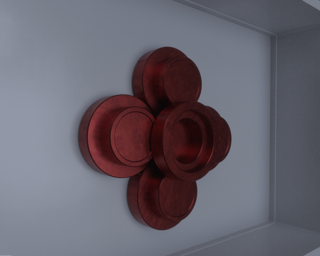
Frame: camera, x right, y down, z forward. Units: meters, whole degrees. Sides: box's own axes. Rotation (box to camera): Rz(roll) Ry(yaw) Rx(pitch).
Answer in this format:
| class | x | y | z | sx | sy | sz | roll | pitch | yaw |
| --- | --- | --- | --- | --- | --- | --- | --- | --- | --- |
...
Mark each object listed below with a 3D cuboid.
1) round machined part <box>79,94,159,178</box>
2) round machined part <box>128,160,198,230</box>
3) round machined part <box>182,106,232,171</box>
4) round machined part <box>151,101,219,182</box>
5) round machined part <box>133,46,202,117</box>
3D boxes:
| class | x | y | z | sx | sy | sz | roll | pitch | yaw |
| --- | --- | --- | --- | --- | --- | --- | --- | --- | --- |
| round machined part | -0.039 | 0.010 | 0.359 | 0.099 | 0.042 | 0.097 | 0 | 90 | -40 |
| round machined part | 0.010 | 0.083 | 0.402 | 0.099 | 0.042 | 0.097 | 2 | 87 | -41 |
| round machined part | 0.066 | 0.016 | 0.448 | 0.099 | 0.042 | 0.097 | 0 | 90 | -40 |
| round machined part | 0.027 | 0.016 | 0.388 | 0.099 | 0.042 | 0.097 | 0 | 90 | -40 |
| round machined part | 0.017 | -0.058 | 0.405 | 0.099 | 0.042 | 0.097 | 0 | 90 | -40 |
